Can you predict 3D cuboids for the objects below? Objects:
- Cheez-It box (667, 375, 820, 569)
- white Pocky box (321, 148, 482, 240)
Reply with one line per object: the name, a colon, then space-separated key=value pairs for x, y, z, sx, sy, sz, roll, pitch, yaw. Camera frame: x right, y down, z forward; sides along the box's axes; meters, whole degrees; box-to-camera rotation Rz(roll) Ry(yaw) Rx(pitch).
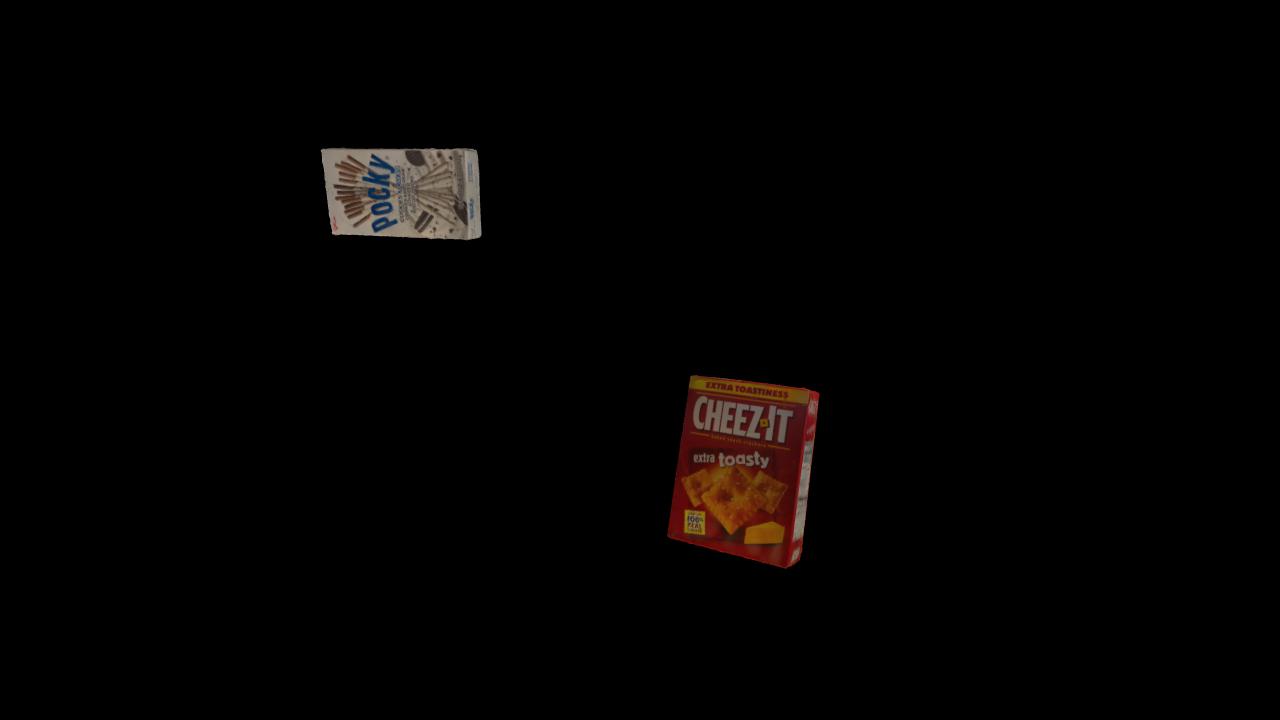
Cheez-It box: x=0.136 y=0.139 z=0.807 sx=0.166 sy=0.223 sz=0.071 roll=7 pitch=-4 yaw=28
white Pocky box: x=-0.229 y=-0.161 z=0.592 sx=0.154 sy=0.084 sz=0.028 roll=5 pitch=16 yaw=13
